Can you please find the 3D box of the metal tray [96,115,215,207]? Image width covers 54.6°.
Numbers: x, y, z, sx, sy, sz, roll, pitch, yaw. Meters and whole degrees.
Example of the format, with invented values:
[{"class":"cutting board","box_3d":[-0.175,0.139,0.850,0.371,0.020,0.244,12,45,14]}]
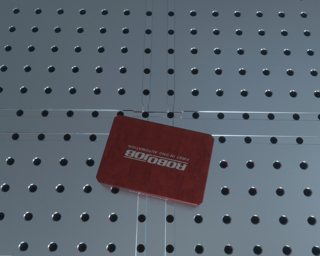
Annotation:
[{"class":"metal tray","box_3d":[-0.004,0.041,0.394,0.131,0.030,0.090,12,70,4]}]
